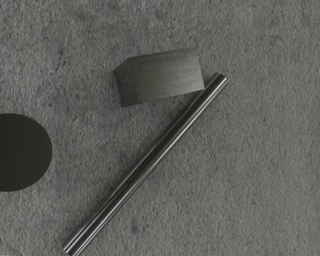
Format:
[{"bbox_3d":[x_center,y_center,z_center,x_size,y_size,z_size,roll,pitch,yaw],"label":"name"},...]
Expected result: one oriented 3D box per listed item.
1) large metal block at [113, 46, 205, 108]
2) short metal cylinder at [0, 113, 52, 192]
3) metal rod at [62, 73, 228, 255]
[{"bbox_3d":[-0.004,-0.060,0.378,0.081,0.080,0.050,-15,95,-20],"label":"large metal block"},{"bbox_3d":[-0.160,0.025,0.337,0.081,0.050,0.080,0,90,-20],"label":"short metal cylinder"},{"bbox_3d":[-0.010,0.039,0.405,0.025,0.025,0.301,46,76,-15],"label":"metal rod"}]
